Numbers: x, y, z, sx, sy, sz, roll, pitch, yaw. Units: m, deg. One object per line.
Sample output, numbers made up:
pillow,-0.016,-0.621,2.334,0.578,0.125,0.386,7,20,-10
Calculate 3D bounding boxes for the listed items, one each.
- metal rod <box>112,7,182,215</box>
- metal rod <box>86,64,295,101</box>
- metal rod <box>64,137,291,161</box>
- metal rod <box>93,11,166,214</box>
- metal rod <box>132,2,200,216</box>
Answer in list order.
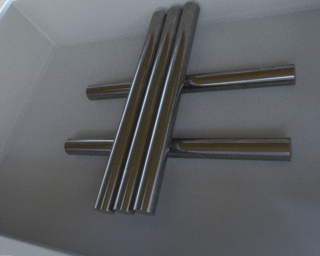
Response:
metal rod,-0.008,-0.040,0.400,0.025,0.025,0.300,-1,61,28
metal rod,0.023,-0.060,0.429,0.300,0.025,0.025,-1,61,27
metal rod,0.002,0.025,0.389,0.300,0.025,0.025,-1,61,27
metal rod,-0.031,-0.038,0.411,0.025,0.025,0.300,-1,61,28
metal rod,0.014,-0.042,0.389,0.025,0.025,0.300,-1,61,28
